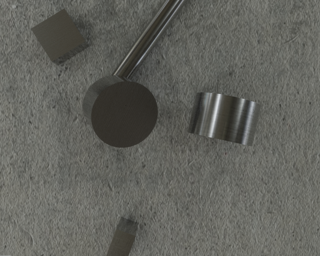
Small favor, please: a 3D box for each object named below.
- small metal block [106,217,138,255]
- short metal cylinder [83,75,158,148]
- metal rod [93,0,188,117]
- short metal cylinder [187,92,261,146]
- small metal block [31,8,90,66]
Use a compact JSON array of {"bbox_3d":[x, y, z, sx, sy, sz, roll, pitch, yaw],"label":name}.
[{"bbox_3d":[-0.050,0.149,0.397,0.025,0.050,0.050,20,90,0],"label":"small metal block"},{"bbox_3d":[-0.049,-0.022,0.381,0.081,0.050,0.079,-8,110,-23],"label":"short metal cylinder"},{"bbox_3d":[0.000,-0.139,0.409,0.025,0.025,0.299,35,90,-1],"label":"metal rod"},{"bbox_3d":[0.079,-0.010,0.384,0.080,0.080,0.050,12,90,-1],"label":"short metal cylinder"},{"bbox_3d":[-0.130,-0.119,0.408,0.050,0.025,0.050,-32,90,-1],"label":"small metal block"}]
